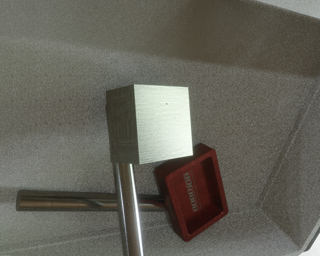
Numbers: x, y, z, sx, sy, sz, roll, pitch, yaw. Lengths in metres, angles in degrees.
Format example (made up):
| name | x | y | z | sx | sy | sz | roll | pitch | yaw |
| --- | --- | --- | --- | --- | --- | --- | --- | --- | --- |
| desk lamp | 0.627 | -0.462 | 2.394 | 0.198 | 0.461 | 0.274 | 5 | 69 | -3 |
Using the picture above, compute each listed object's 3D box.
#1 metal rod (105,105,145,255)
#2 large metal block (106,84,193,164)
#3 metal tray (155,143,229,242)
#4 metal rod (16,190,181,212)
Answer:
| name | x | y | z | sx | sy | sz | roll | pitch | yaw |
| --- | --- | --- | --- | --- | --- | --- | --- | --- | --- |
| metal rod | -0.035 | 0.119 | 0.373 | 0.025 | 0.025 | 0.298 | -8 | 93 | -25 |
| large metal block | -0.011 | -0.005 | 0.352 | 0.081 | 0.050 | 0.079 | -4 | 90 | -43 |
| metal tray | 0.052 | 0.099 | 0.474 | 0.091 | 0.030 | 0.129 | -27 | 118 | -21 |
| metal rod | -0.045 | 0.110 | 0.453 | 0.302 | 0.025 | 0.025 | 10 | 113 | -33 |
